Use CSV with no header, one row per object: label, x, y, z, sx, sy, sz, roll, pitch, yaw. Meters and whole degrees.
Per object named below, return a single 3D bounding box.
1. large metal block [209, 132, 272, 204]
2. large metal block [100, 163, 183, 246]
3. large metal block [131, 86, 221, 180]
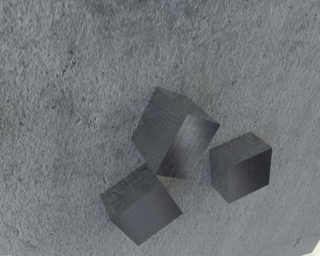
large metal block,0.129,0.064,0.501,0.081,0.050,0.080,-21,127,-16
large metal block,-0.025,0.110,0.445,0.080,0.050,0.080,-35,129,-5
large metal block,0.015,0.005,0.383,0.050,0.080,0.080,15,110,-35
